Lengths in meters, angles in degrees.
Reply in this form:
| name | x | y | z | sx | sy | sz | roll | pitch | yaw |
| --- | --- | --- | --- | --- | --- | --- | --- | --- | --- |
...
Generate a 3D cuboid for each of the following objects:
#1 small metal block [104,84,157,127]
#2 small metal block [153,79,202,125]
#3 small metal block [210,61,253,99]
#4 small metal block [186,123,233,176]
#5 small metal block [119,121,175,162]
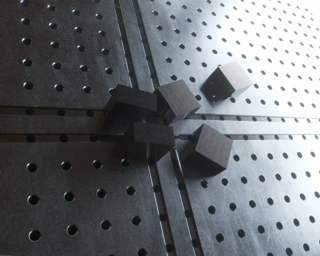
| name | x | y | z | sx | sy | sz | roll | pitch | yaw |
| --- | --- | --- | --- | --- | --- | --- | --- | --- | --- |
| small metal block | -0.037 | -0.025 | 0.388 | 0.050 | 0.050 | 0.025 | 13 | 56 | -21 |
| small metal block | 0.023 | -0.038 | 0.445 | 0.050 | 0.025 | 0.050 | -23 | 74 | -37 |
| small metal block | 0.122 | -0.082 | 0.527 | 0.050 | 0.025 | 0.050 | -23 | 74 | -36 |
| small metal block | 0.070 | 0.029 | 0.430 | 0.050 | 0.025 | 0.050 | 31 | 52 | -9 |
| small metal block | -0.017 | 0.018 | 0.374 | 0.050 | 0.050 | 0.025 | 7 | 59 | -25 |
